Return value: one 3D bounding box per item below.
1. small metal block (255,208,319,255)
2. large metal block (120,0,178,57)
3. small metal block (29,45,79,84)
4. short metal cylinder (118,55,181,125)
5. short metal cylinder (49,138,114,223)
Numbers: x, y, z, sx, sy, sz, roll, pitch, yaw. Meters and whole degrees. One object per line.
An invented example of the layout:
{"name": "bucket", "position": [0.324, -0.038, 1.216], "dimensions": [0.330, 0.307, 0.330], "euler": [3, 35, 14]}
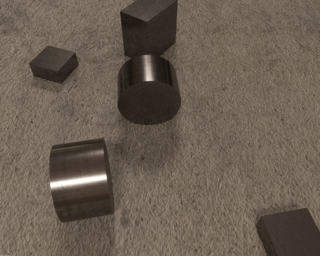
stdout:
{"name": "small metal block", "position": [0.132, 0.113, 0.310], "dimensions": [0.050, 0.025, 0.050], "euler": [-8, 51, -7]}
{"name": "large metal block", "position": [-0.016, -0.162, 0.504], "dimensions": [0.050, 0.080, 0.080], "euler": [29, 56, 21]}
{"name": "small metal block", "position": [-0.165, -0.100, 0.485], "dimensions": [0.050, 0.025, 0.050], "euler": [17, 52, 13]}
{"name": "short metal cylinder", "position": [-0.015, -0.049, 0.408], "dimensions": [0.081, 0.080, 0.050], "euler": [-4, 50, -4]}
{"name": "short metal cylinder", "position": [-0.078, 0.053, 0.322], "dimensions": [0.050, 0.080, 0.080], "euler": [-8, 51, -7]}
